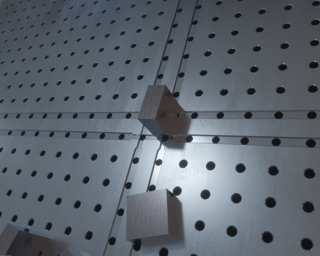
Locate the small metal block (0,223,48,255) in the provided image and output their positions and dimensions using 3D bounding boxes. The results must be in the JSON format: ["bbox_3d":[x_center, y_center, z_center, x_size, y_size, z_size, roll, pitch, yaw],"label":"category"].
[{"bbox_3d":[-0.179,0.154,0.390,0.025,0.050,0.050,12,68,33],"label":"small metal block"}]

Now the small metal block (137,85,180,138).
[{"bbox_3d":[0.000,-0.021,0.404,0.025,0.050,0.050,3,63,29],"label":"small metal block"}]

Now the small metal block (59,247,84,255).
[{"bbox_3d":[-0.103,0.175,0.353,0.050,0.025,0.050,29,77,37],"label":"small metal block"}]

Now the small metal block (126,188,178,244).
[{"bbox_3d":[-0.010,0.100,0.351,0.050,0.025,0.050,-15,56,19],"label":"small metal block"}]
